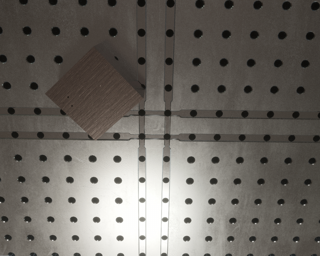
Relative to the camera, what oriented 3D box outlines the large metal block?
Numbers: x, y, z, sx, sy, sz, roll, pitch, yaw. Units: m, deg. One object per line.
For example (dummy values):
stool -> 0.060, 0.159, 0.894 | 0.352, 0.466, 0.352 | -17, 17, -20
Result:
large metal block -> -0.076, -0.045, 0.382 | 0.080, 0.050, 0.080 | -40, 106, 13
